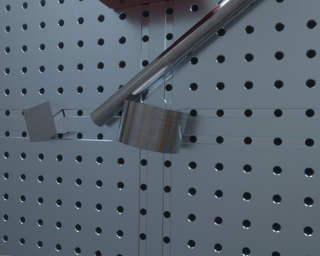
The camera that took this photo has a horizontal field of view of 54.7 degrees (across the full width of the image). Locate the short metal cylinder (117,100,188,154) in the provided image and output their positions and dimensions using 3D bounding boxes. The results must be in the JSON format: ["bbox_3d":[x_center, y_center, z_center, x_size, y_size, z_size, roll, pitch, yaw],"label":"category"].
[{"bbox_3d":[-0.009,-0.003,0.386,0.080,0.080,0.050,14,95,19],"label":"short metal cylinder"}]

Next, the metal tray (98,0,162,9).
[{"bbox_3d":[-0.025,-0.189,0.386,0.130,0.090,0.030,-2,90,19],"label":"metal tray"}]

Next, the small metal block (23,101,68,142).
[{"bbox_3d":[-0.175,-0.009,0.473,0.050,0.025,0.050,-17,84,18],"label":"small metal block"}]

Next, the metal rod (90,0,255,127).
[{"bbox_3d":[0.024,-0.099,0.403,0.300,0.025,0.025,-38,78,15],"label":"metal rod"}]
